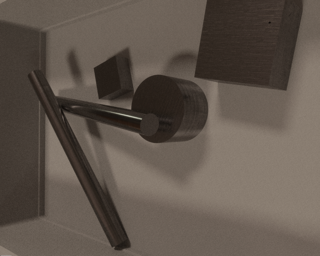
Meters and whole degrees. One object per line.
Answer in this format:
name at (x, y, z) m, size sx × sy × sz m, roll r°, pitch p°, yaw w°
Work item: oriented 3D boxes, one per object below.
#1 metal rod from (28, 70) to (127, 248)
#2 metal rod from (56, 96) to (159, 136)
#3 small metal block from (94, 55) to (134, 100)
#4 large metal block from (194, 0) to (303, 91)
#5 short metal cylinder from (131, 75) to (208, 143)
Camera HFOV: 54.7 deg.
metal rod at (-0.131, 0.040, 0.480) m, size 0.025 × 0.025 × 0.299 m, roll -36°, pitch 78°, yaw 34°
metal rod at (-0.103, -0.025, 0.450) m, size 0.300 × 0.025 × 0.025 m, roll 13°, pitch 99°, yaw 51°
small metal block at (-0.070, -0.073, 0.462) m, size 0.050 × 0.025 × 0.050 m, roll -18°, pitch 79°, yaw 38°
large metal block at (0.089, -0.085, 0.316) m, size 0.080 × 0.050 × 0.079 m, roll 15°, pitch 99°, yaw 38°
short metal cylinder at (0.011, -0.022, 0.380) m, size 0.080 × 0.050 × 0.079 m, roll 0°, pitch 90°, yaw 39°
